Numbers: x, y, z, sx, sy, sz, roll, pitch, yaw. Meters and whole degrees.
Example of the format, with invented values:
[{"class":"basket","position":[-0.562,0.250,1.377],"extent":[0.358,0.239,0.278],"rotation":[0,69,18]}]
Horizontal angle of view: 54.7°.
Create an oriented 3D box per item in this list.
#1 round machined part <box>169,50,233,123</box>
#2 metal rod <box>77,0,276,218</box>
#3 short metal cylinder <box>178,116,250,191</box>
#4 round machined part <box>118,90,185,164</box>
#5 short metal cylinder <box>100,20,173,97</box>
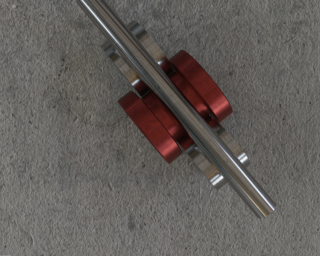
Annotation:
[{"class":"round machined part","position":[0.040,-0.043,0.375],"extent":[0.042,0.098,0.098],"rotation":[-39,90,5]},{"class":"metal rod","position":[0.018,-0.026,0.332],"extent":[0.025,0.025,0.300],"rotation":[-40,91,0]},{"class":"short metal cylinder","position":[0.065,0.030,0.384],"extent":[0.050,0.080,0.080],"rotation":[-39,91,0]},{"class":"round machined part","position":[-0.004,-0.007,0.373],"extent":[0.042,0.098,0.098],"rotation":[-39,91,-4]},{"class":"short metal cylinder","position":[-0.028,-0.084,0.383],"extent":[0.050,0.080,0.080],"rotation":[-39,91,0]}]
